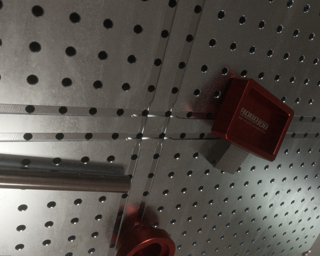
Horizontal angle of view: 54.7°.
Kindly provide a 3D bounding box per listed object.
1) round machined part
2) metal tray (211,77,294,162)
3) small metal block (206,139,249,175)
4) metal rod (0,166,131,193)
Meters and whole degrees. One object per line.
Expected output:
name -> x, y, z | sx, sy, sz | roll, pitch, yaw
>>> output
round machined part -> -0.027, 0.202, 0.512 | 0.099, 0.042, 0.097 | -14, 125, -21
metal tray -> 0.143, -0.010, 0.466 | 0.131, 0.030, 0.090 | 24, 88, -37
small metal block -> 0.111, 0.043, 0.501 | 0.050, 0.025, 0.050 | 23, 106, -37
metal rod -> -0.172, 0.056, 0.352 | 0.302, 0.025, 0.025 | 10, 113, -33
